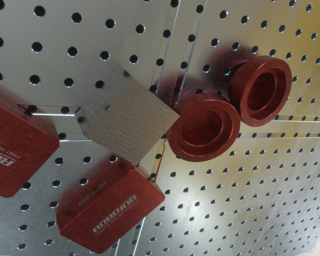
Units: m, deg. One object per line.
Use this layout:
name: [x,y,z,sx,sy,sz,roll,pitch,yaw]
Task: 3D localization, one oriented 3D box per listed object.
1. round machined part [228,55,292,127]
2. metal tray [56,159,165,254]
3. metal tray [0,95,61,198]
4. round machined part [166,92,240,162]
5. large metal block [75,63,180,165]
round machined part: [0.135,-0.054,0.435,0.099,0.042,0.097,-16,122,-27]
metal tray: [-0.068,0.113,0.441,0.130,0.030,0.090,-41,130,-1]
metal tray: [-0.182,0.010,0.314,0.090,0.030,0.130,-47,129,4]
round machined part: [0.054,-0.005,0.419,0.099,0.042,0.097,-8,124,-11]
large metal block: [-0.038,-0.015,0.365,0.080,0.050,0.080,-49,129,6]
